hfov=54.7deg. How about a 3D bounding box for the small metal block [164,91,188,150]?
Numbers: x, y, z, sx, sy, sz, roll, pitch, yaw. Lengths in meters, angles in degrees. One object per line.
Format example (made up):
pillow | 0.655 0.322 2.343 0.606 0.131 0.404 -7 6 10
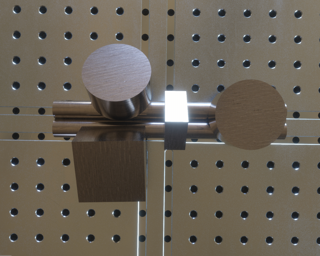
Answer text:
small metal block | 0.018 -0.009 0.369 0.025 0.050 0.050 1 48 0

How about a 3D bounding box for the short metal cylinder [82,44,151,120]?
short metal cylinder | -0.051 -0.056 0.383 0.081 0.050 0.080 0 66 -1

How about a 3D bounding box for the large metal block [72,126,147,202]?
large metal block | -0.058 0.043 0.383 0.081 0.050 0.079 -1 110 0

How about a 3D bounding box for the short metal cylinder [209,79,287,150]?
short metal cylinder | 0.102 -0.015 0.373 0.081 0.050 0.079 0 90 0

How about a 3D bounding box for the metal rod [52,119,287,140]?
metal rod | 0.013 0.002 0.410 0.302 0.025 0.025 1 90 0

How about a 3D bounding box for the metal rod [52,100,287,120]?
metal rod | 0.013 -0.023 0.410 0.302 0.025 0.025 1 90 0
